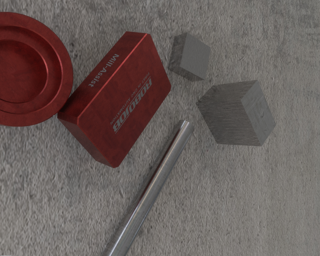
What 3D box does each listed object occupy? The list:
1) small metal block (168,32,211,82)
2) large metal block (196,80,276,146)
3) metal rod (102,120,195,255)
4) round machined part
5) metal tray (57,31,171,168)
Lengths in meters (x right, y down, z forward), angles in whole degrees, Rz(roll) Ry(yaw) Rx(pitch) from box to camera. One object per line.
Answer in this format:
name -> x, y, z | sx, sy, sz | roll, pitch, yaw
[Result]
small metal block -> 0.042, -0.099, 0.440 | 0.050, 0.025, 0.050 | 19, 78, -38
large metal block -> 0.114, -0.021, 0.464 | 0.050, 0.080, 0.080 | -46, 118, -30
metal rod -> -0.033, 0.115, 0.376 | 0.025, 0.025, 0.300 | 45, 63, -31
round machined part -> -0.134, -0.050, 0.281 | 0.099, 0.042, 0.097 | 0, 90, -40
metal tray -> -0.042, -0.032, 0.346 | 0.130, 0.030, 0.090 | -57, 144, -24
